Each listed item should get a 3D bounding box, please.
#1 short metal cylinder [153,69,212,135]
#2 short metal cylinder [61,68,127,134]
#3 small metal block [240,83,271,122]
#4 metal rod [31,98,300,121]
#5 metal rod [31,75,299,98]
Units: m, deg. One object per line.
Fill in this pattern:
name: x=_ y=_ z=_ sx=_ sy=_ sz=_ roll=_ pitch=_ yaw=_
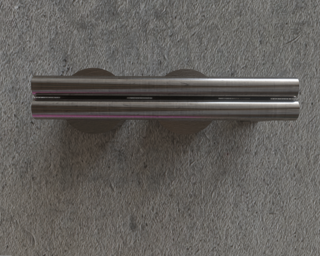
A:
short metal cylinder: x=0.031 y=-0.032 z=0.399 sx=0.081 sy=0.050 sz=0.080 roll=0 pitch=90 yaw=0
short metal cylinder: x=-0.080 y=-0.033 z=0.397 sx=0.081 sy=0.050 sz=0.080 roll=0 pitch=90 yaw=0
small metal block: x=0.122 y=-0.033 z=0.401 sx=0.025 sy=0.050 sz=0.050 roll=-2 pitch=90 yaw=0
metal rod: x=0.007 y=-0.022 z=0.360 sx=0.302 sy=0.025 sz=0.025 roll=0 pitch=90 yaw=-1
metal rod: x=0.006 y=-0.048 z=0.360 sx=0.302 sy=0.025 sz=0.025 roll=0 pitch=90 yaw=-1
